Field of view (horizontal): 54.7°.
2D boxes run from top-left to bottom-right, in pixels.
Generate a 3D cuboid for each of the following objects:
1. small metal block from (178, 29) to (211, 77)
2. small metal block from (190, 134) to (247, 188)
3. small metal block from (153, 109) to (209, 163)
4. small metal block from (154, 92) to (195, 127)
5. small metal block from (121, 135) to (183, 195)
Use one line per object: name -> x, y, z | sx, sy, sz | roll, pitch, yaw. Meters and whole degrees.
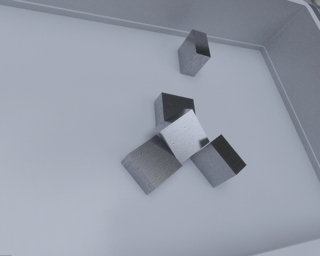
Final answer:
small metal block -> 0.053, -0.118, 0.492 | 0.025, 0.050, 0.050 | 10, 58, -23
small metal block -> 0.075, 0.044, 0.405 | 0.025, 0.050, 0.050 | -32, 80, -38
small metal block -> 0.027, 0.010, 0.394 | 0.050, 0.025, 0.050 | -35, 107, -18
small metal block -> 0.021, -0.018, 0.430 | 0.050, 0.025, 0.050 | 10, 57, -24
small metal block -> -0.010, 0.044, 0.375 | 0.050, 0.025, 0.050 | -34, 81, -38
